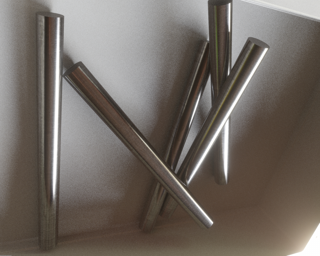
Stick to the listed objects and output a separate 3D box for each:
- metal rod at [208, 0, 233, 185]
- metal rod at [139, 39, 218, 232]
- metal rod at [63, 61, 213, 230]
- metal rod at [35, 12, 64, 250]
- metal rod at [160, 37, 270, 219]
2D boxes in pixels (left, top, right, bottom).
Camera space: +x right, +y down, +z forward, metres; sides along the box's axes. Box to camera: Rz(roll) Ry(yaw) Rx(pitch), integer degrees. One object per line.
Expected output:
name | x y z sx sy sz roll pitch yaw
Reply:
metal rod | 0.083 -0.022 0.418 0.025 0.025 0.298 -24 134 -14
metal rod | 0.020 0.026 0.435 0.025 0.025 0.298 4 117 -30
metal rod | -0.011 0.041 0.396 0.025 0.025 0.300 -39 120 -2
metal rod | -0.127 0.025 0.354 0.025 0.025 0.298 -4 120 -27
metal rod | 0.057 0.022 0.413 0.025 0.025 0.298 1 130 -29
